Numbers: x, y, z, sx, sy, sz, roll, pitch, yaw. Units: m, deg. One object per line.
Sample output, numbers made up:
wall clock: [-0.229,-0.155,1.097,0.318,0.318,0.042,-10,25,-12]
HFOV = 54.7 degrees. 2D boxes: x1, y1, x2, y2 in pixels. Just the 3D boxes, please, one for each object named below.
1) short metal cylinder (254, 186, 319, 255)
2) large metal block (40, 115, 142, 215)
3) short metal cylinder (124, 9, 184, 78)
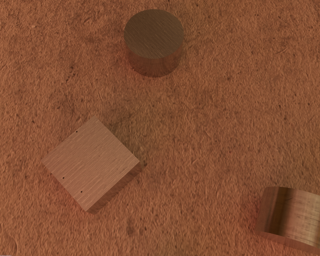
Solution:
short metal cylinder: [0.151,0.103,0.342,0.080,0.080,0.050,18,71,6]
large metal block: [-0.080,0.046,0.377,0.080,0.050,0.080,-43,76,-14]
short metal cylinder: [-0.008,-0.119,0.438,0.081,0.050,0.080,0,70,0]
